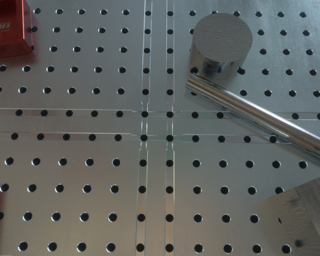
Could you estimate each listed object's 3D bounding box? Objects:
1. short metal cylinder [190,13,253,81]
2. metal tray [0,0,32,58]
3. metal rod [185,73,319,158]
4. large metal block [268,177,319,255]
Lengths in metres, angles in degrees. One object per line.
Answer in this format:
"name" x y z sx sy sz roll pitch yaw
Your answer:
"short metal cylinder" 0.085 -0.115 0.441 0.081 0.050 0.080 0 70 0
"metal tray" -0.263 -0.147 0.460 0.131 0.030 0.090 -9 70 -4
"metal rod" 0.171 0.005 0.410 0.301 0.025 0.025 29 73 10
"large metal block" 0.176 0.101 0.347 0.050 0.080 0.080 -20 72 -7
